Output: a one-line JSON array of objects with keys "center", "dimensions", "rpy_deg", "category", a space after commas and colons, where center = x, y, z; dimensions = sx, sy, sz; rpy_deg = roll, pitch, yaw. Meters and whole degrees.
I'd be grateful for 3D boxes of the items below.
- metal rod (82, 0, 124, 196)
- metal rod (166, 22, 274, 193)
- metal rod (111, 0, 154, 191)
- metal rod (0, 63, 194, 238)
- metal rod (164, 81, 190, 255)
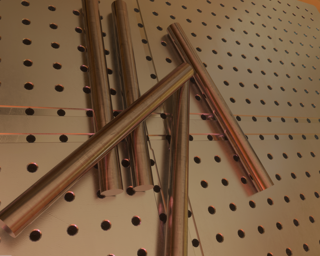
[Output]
[{"center": [-0.079, -0.061, 0.403], "dimensions": [0.025, 0.025, 0.299], "rpy_deg": [3, 60, -27], "category": "metal rod"}, {"center": [0.086, -0.042, 0.482], "dimensions": [0.025, 0.025, 0.299], "rpy_deg": [-15, 69, -34], "category": "metal rod"}, {"center": [-0.042, -0.062, 0.424], "dimensions": [0.025, 0.025, 0.299], "rpy_deg": [5, 60, -26], "category": "metal rod"}, {"center": [-0.045, 0.000, 0.351], "dimensions": [0.025, 0.025, 0.302], "rpy_deg": [44, 51, 2], "category": "metal rod"}, {"center": [0.025, 0.037, 0.400], "dimensions": [0.025, 0.025, 0.300], "rpy_deg": [17, 55, -19], "category": "metal rod"}]
